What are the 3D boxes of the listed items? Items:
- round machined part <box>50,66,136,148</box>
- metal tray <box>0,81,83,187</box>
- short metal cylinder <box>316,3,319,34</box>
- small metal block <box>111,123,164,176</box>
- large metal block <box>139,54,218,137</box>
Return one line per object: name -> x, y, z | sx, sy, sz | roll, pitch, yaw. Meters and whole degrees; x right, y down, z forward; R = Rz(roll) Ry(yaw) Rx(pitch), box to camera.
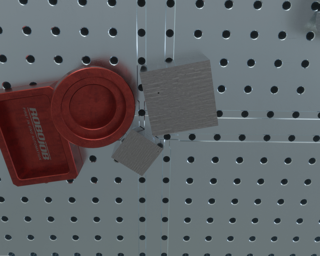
round machined part -> -0.083, -0.028, 0.382 | 0.099, 0.042, 0.097 | -6, 108, -20
metal tray -> -0.164, 0.010, 0.411 | 0.091, 0.030, 0.129 | -8, 110, 2
short metal cylinder -> 0.219, -0.135, 0.338 | 0.050, 0.080, 0.079 | 14, 110, -6
small metal block -> -0.030, 0.029, 0.424 | 0.050, 0.025, 0.050 | 34, 106, -12
large metal block -> 0.023, -0.041, 0.385 | 0.080, 0.050, 0.079 | -10, 110, 3
